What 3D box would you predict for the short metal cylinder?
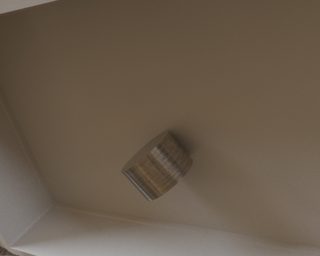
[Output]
[{"bbox_3d":[-0.004,0.048,0.406,0.050,0.080,0.080,49,129,-7],"label":"short metal cylinder"}]
